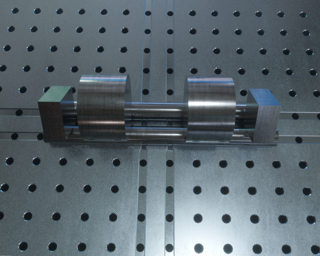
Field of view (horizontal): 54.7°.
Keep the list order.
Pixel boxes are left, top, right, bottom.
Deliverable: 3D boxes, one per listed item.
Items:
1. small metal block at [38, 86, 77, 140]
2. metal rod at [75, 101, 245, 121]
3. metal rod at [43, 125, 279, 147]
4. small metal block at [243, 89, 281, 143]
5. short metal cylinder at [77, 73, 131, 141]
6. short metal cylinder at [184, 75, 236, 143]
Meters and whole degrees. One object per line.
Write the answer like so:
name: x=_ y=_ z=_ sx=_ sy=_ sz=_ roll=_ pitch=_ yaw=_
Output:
small metal block: x=-0.124 y=-0.019 z=0.381 sx=0.025 sy=0.050 sz=0.050 roll=1 pitch=28 yaw=1
metal rod: x=0.004 y=-0.023 z=0.420 sx=0.302 sy=0.025 sz=0.025 roll=1 pitch=70 yaw=0
metal rod: x=0.001 y=0.010 z=0.408 sx=0.302 sy=0.025 sz=0.025 roll=1 pitch=70 yaw=0
small metal block: x=0.124 y=-0.016 z=0.381 sx=0.025 sy=0.050 sz=0.050 roll=0 pitch=29 yaw=1
short metal cylinder: x=-0.063 y=-0.024 z=0.368 sx=0.050 sy=0.080 sz=0.080 roll=1 pitch=70 yaw=0
short metal cylinder: x=0.056 y=-0.022 z=0.368 sx=0.050 sy=0.080 sz=0.080 roll=1 pitch=70 yaw=0
